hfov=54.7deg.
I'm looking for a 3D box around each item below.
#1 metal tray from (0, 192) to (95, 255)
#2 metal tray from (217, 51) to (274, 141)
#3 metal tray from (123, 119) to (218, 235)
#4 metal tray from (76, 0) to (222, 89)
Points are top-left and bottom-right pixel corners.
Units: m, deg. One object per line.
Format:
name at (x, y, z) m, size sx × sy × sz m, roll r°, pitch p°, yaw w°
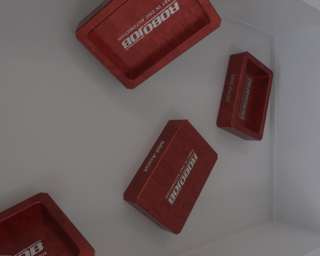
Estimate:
metal tray at (-0.131, 0.118, 0.252) m, size 0.131 × 0.090 × 0.030 m, roll -27°, pitch 139°, yaw -37°
metal tray at (0.147, -0.051, 0.525) m, size 0.091 × 0.030 × 0.130 m, roll 22°, pitch 76°, yaw -38°
metal tray at (0.020, 0.064, 0.420) m, size 0.090 × 0.030 × 0.130 m, roll 47°, pitch 62°, yaw -30°
metal tray at (-0.013, -0.112, 0.335) m, size 0.090 × 0.130 × 0.030 m, roll 45°, pitch 21°, yaw -31°
